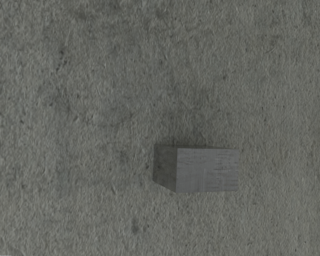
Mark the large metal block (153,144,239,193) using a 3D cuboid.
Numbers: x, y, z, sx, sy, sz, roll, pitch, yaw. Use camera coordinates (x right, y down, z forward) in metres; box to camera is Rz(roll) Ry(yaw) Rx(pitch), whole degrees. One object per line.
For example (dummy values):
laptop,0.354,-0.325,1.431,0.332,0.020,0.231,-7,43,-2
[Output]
large metal block,0.043,0.049,0.395,0.081,0.080,0.050,3,89,-20
